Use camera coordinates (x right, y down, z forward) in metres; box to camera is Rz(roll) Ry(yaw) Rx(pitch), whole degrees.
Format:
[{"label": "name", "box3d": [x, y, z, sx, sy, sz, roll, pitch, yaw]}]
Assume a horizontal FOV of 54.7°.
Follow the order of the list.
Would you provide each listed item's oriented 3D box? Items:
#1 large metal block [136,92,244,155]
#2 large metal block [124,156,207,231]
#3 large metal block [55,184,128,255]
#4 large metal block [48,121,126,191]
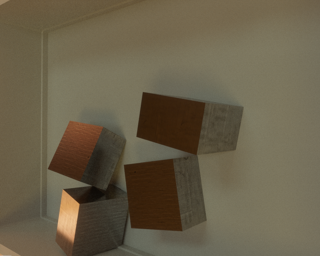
[{"label": "large metal block", "box3d": [0.034, -0.007, 0.343, 0.080, 0.081, 0.050, 15, 100, 39]}, {"label": "large metal block", "box3d": [0.005, 0.080, 0.386, 0.080, 0.050, 0.080, -12, 82, 39]}, {"label": "large metal block", "box3d": [-0.097, 0.131, 0.447, 0.050, 0.081, 0.079, 20, 103, 46]}, {"label": "large metal block", "box3d": [-0.109, 0.039, 0.462, 0.080, 0.050, 0.080, 9, 72, 39]}]
